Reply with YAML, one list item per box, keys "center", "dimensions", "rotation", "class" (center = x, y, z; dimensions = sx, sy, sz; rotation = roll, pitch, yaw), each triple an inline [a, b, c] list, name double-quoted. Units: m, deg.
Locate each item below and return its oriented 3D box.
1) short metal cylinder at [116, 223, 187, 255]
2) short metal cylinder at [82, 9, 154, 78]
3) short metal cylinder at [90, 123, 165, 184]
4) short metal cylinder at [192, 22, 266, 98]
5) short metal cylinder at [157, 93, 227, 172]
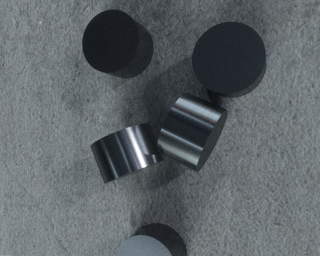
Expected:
- center: [-0.010, 0.170, 0.398]
  dimensions: [0.080, 0.050, 0.079]
  rotation: [0, 90, 19]
  class: "short metal cylinder"
- center: [-0.055, -0.110, 0.414]
  dimensions: [0.080, 0.050, 0.079]
  rotation: [0, 90, 19]
  class: "short metal cylinder"
- center: [-0.041, 0.033, 0.393]
  dimensions: [0.080, 0.080, 0.050]
  rotation: [-25, 82, 18]
  class: "short metal cylinder"
- center: [0.083, -0.078, 0.366]
  dimensions: [0.080, 0.050, 0.079]
  rotation: [0, 90, 19]
  class: "short metal cylinder"
- center: [0.039, 0.005, 0.365]
  dimensions: [0.050, 0.080, 0.080]
  rotation: [26, 99, 18]
  class: "short metal cylinder"
